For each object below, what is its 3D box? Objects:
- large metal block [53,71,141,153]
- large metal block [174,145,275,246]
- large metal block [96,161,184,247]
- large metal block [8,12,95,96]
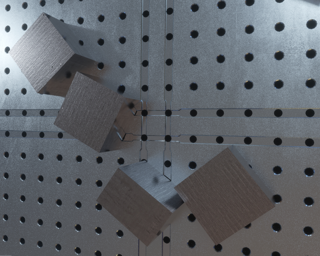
[{"bbox_3d":[-0.086,-0.022,0.428,0.080,0.050,0.080,29,99,17],"label":"large metal block"},{"bbox_3d":[0.078,0.077,0.371,0.080,0.050,0.080,-40,78,15],"label":"large metal block"},{"bbox_3d":[-0.018,0.089,0.389,0.080,0.080,0.050,37,102,16],"label":"large metal block"},{"bbox_3d":[-0.158,-0.105,0.453,0.080,0.050,0.080,-41,77,15],"label":"large metal block"}]
